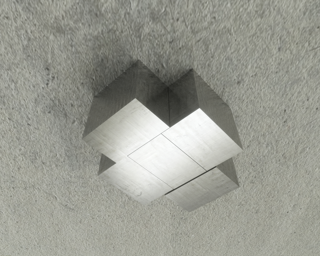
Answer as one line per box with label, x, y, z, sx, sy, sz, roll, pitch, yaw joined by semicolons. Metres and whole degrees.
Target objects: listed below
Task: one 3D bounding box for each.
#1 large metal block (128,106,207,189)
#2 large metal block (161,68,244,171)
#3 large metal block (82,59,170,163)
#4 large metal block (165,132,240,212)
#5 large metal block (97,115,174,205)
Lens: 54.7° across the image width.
large metal block;0.009;0.015;0.387;0.050;0.080;0.080;-35;122;25
large metal block;0.047;-0.010;0.365;0.050;0.080;0.080;-35;122;25
large metal block;-0.037;-0.020;0.356;0.080;0.080;0.050;-34;122;25
large metal block;0.052;0.054;0.420;0.080;0.080;0.050;-34;122;25
large metal block;-0.029;0.041;0.408;0.050;0.080;0.080;-35;122;25
